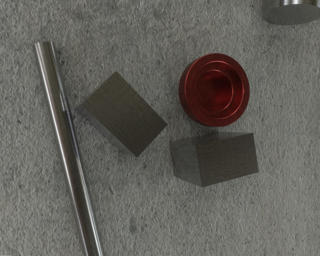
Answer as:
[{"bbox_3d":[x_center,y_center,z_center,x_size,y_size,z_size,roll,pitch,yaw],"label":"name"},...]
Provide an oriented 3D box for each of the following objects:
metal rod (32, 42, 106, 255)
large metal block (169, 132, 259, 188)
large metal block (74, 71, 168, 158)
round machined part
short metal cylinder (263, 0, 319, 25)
[{"bbox_3d":[-0.104,0.048,0.371,0.025,0.025,0.298,-14,95,-20],"label":"metal rod"},{"bbox_3d":[0.068,0.037,0.406,0.081,0.080,0.050,-11,94,-20],"label":"large metal block"},{"bbox_3d":[-0.049,-0.014,0.363,0.080,0.080,0.050,46,76,-15],"label":"large metal block"},{"bbox_3d":[0.070,-0.050,0.427,0.099,0.042,0.097,0,90,-21],"label":"round machined part"},{"bbox_3d":[0.196,-0.189,0.454,0.081,0.080,0.050,5,89,-20],"label":"short metal cylinder"}]
